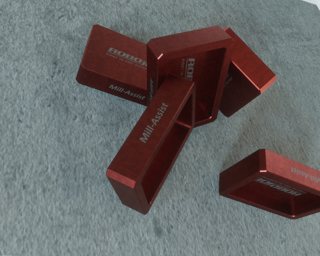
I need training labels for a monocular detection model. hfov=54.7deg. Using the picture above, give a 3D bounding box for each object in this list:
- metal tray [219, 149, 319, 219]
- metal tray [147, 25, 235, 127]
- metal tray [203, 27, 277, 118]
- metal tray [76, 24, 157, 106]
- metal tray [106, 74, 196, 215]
[{"bbox_3d":[0.154,0.077,0.400,0.131,0.090,0.030,21,54,-16],"label":"metal tray"},{"bbox_3d":[0.032,-0.050,0.371,0.091,0.129,0.030,-17,51,-17],"label":"metal tray"},{"bbox_3d":[0.094,-0.070,0.432,0.030,0.130,0.090,-41,85,-12],"label":"metal tray"},{"bbox_3d":[-0.040,-0.082,0.426,0.131,0.030,0.090,18,50,-18],"label":"metal tray"},{"bbox_3d":[-0.002,0.018,0.332,0.030,0.090,0.130,22,62,17],"label":"metal tray"}]
